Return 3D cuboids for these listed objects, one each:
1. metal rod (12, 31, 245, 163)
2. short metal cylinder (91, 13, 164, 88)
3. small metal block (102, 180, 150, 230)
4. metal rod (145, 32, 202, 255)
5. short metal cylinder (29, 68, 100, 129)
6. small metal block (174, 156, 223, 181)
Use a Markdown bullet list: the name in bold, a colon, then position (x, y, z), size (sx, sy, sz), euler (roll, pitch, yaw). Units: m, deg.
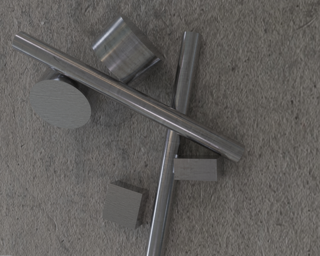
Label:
- **metal rod**: position (-0.038, -0.037, 0.375), size (0.301, 0.025, 0.025), euler (27, 100, 1)
- **short metal cylinder**: position (-0.040, -0.098, 0.394), size (0.050, 0.080, 0.080), euler (-41, 77, 15)
- **small metal block**: position (-0.047, 0.105, 0.425), size (0.050, 0.025, 0.050), euler (14, 95, 19)
- **metal rod**: position (0.017, 0.028, 0.402), size (0.025, 0.025, 0.298), euler (11, 94, 19)
- **short metal cylinder**: position (-0.125, -0.045, 0.418), size (0.080, 0.050, 0.079), euler (5, 132, 5)
- **small metal block**: position (0.049, 0.048, 0.378), size (0.050, 0.050, 0.025), euler (-1, 90, 20)
